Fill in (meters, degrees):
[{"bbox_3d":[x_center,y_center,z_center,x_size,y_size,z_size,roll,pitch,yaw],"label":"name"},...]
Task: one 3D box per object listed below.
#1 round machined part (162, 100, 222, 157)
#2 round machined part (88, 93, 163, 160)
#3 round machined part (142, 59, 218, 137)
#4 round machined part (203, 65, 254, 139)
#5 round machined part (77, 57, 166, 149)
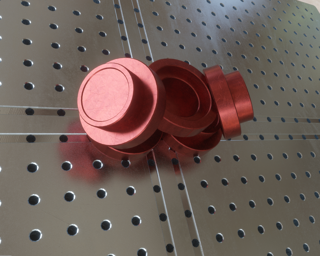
[{"bbox_3d":[0.047,-0.013,0.432,0.099,0.042,0.098,14,56,-21],"label":"round machined part"},{"bbox_3d":[-0.040,-0.013,0.384,0.099,0.042,0.098,14,56,-21],"label":"round machined part"},{"bbox_3d":[0.017,-0.032,0.372,0.099,0.042,0.098,14,56,-21],"label":"round machined part"},{"bbox_3d":[0.091,-0.037,0.405,0.042,0.098,0.098,-18,65,8],"label":"round machined part"},{"bbox_3d":[-0.047,-0.029,0.326,0.042,0.098,0.098,28,39,-62],"label":"round machined part"}]
